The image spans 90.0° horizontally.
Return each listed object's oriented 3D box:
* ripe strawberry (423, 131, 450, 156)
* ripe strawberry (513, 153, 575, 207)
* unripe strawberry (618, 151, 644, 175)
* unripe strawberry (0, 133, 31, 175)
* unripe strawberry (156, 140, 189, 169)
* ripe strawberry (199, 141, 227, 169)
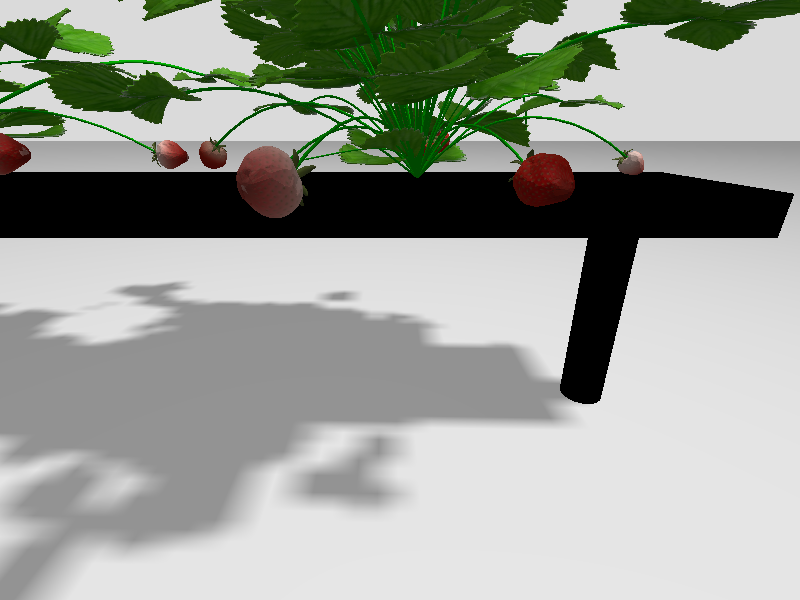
[{"bbox_3d":[0.043,-0.216,0.544,0.050,0.045,0.045,3,13,6],"label":"ripe strawberry"},{"bbox_3d":[0.071,-0.057,0.196,0.029,0.026,0.027,-9,38,-19],"label":"ripe strawberry"},{"bbox_3d":[0.202,-0.118,0.347,0.022,0.019,0.022,30,17,-16],"label":"unripe strawberry"},{"bbox_3d":[-0.347,-0.128,0.348,0.037,0.037,0.041,-5,24,-13],"label":"unripe strawberry"},{"bbox_3d":[-0.226,-0.144,0.398,0.028,0.027,0.030,-2,22,-20],"label":"unripe strawberry"},{"bbox_3d":[-0.198,-0.151,0.421,0.028,0.028,0.026,-40,0,33],"label":"ripe strawberry"}]
